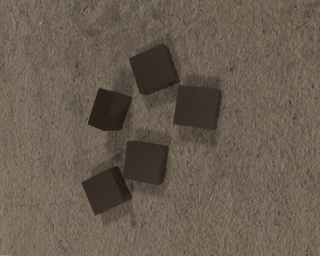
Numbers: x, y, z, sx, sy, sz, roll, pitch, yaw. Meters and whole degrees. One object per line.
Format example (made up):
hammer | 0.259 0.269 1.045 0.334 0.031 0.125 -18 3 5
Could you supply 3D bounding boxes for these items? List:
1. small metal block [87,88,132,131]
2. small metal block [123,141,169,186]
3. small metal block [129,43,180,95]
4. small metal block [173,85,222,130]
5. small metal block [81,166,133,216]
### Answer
small metal block | -0.066 -0.024 0.418 0.025 0.050 0.050 21 97 18
small metal block | -0.019 0.045 0.415 0.050 0.025 0.050 9 93 19
small metal block | -0.007 -0.076 0.411 0.050 0.025 0.050 -20 84 18
small metal block | 0.048 -0.026 0.392 0.050 0.025 0.050 9 93 19
small metal block | -0.074 0.087 0.434 0.050 0.025 0.050 -28 81 17
